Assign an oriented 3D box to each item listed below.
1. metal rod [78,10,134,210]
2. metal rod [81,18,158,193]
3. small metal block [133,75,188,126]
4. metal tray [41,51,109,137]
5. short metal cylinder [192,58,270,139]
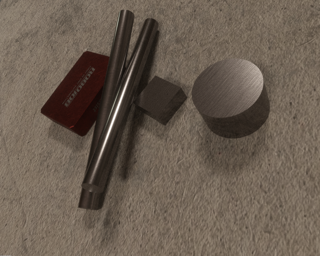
[{"bbox_3d":[-0.071,-0.038,0.438,0.025,0.025,0.299,-2,68,27],"label":"metal rod"},{"bbox_3d":[-0.046,-0.052,0.432,0.025,0.025,0.300,-4,52,25],"label":"metal rod"},{"bbox_3d":[0.000,-0.038,0.426,0.050,0.025,0.050,32,79,37],"label":"small metal block"},{"bbox_3d":[-0.121,-0.059,0.498,0.090,0.030,0.130,22,73,36],"label":"metal tray"},{"bbox_3d":[0.084,-0.034,0.364,0.080,0.050,0.080,-13,56,20],"label":"short metal cylinder"}]
